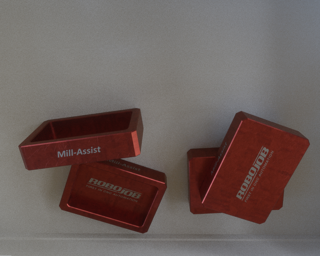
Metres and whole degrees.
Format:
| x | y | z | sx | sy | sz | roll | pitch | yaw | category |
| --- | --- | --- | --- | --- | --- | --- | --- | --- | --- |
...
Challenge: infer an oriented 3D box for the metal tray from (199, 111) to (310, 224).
| x | y | z | sx | sy | sz | roll | pitch | yaw | category |
| --- | --- | --- | --- | --- | --- | --- | --- | --- | --- |
| 0.117 | 0.053 | 0.397 | 0.091 | 0.030 | 0.129 | 19 | 109 | -8 | metal tray |

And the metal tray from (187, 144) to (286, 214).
| x | y | z | sx | sy | sz | roll | pitch | yaw | category |
| --- | --- | --- | --- | --- | --- | --- | --- | --- | --- |
| 0.106 | 0.073 | 0.437 | 0.131 | 0.030 | 0.089 | -3 | 110 | 0 | metal tray |

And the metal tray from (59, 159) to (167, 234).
| x | y | z | sx | sy | sz | roll | pitch | yaw | category |
| --- | --- | --- | --- | --- | --- | --- | --- | --- | --- |
| -0.066 | 0.090 | 0.440 | 0.131 | 0.030 | 0.089 | 19 | 109 | -8 | metal tray |

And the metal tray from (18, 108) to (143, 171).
| x | y | z | sx | sy | sz | roll | pitch | yaw | category |
| --- | --- | --- | --- | --- | --- | --- | --- | --- | --- |
| -0.089 | 0.010 | 0.379 | 0.131 | 0.090 | 0.030 | -8 | 110 | 2 | metal tray |
